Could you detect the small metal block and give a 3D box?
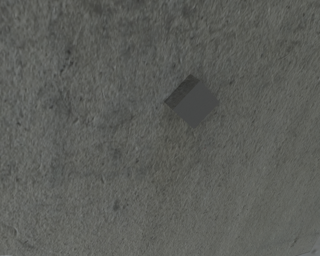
[{"bbox_3d":[0.043,-0.035,0.411,0.050,0.025,0.050,-47,130,4],"label":"small metal block"}]
